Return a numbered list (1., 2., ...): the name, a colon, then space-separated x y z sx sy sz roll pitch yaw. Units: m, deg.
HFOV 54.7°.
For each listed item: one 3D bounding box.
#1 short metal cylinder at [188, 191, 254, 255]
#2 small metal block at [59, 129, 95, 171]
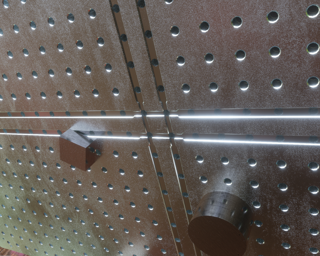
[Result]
1. short metal cylinder: 0.086 0.136 0.434 0.080 0.050 0.079 13 124 21
2. small metal block: -0.135 0.036 0.505 0.050 0.025 0.050 21 127 15
